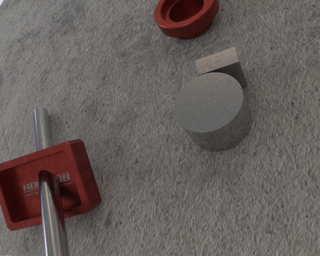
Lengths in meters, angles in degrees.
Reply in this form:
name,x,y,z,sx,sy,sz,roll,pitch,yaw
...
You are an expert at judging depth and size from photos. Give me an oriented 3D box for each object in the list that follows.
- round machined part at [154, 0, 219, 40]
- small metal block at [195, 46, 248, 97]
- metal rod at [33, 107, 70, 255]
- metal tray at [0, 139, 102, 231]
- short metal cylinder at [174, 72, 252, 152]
name,x,y,z,sx,sy,sz,roll,pitch,yaw
round machined part,0.044,-0.176,0.478,0.098,0.042,0.098,-13,56,21
small metal block,0.078,-0.068,0.389,0.050,0.050,0.025,-16,55,19
metal rod,-0.151,0.062,0.416,0.025,0.025,0.300,-36,42,4
metal tray,-0.150,0.075,0.403,0.130,0.030,0.090,-18,89,17
short metal cylinder,0.063,-0.018,0.366,0.080,0.050,0.080,-13,56,21
